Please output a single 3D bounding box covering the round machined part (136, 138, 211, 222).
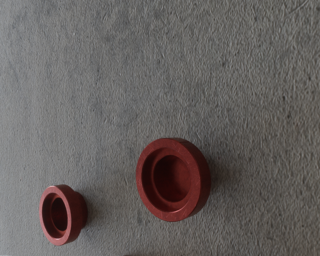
[{"bbox_3d":[0.020,0.060,0.377,0.098,0.042,0.097,0,90,40],"label":"round machined part"}]

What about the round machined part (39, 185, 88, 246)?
[{"bbox_3d":[-0.161,0.145,0.527,0.098,0.042,0.097,0,90,40],"label":"round machined part"}]
